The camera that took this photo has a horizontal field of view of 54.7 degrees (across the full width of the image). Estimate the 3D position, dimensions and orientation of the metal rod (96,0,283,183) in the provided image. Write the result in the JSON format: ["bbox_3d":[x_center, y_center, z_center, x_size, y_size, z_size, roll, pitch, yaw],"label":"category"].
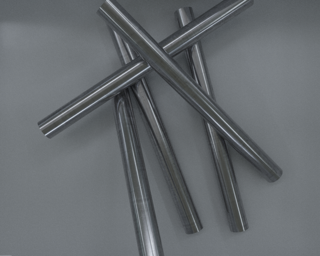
[{"bbox_3d":[0.046,-0.035,0.375,0.300,0.025,0.025,43,90,-15],"label":"metal rod"}]

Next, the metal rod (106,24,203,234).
[{"bbox_3d":[-0.007,-0.005,0.411,0.025,0.025,0.299,-21,90,0],"label":"metal rod"}]

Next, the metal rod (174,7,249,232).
[{"bbox_3d":[0.068,-0.011,0.411,0.025,0.025,0.298,-15,90,0],"label":"metal rod"}]

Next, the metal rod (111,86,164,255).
[{"bbox_3d":[-0.024,0.067,0.348,0.025,0.025,0.299,-14,64,0],"label":"metal rod"}]

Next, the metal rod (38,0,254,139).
[{"bbox_3d":[-0.015,-0.081,0.382,0.301,0.025,0.025,-34,90,-3],"label":"metal rod"}]
